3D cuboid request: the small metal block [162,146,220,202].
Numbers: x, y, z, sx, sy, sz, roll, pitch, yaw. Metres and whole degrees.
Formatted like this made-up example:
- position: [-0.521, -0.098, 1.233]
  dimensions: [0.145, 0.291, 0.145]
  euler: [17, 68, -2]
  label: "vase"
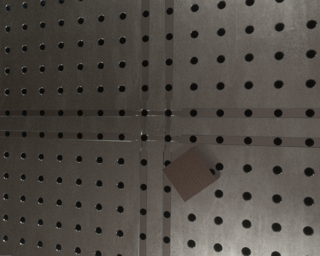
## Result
- position: [0.040, 0.058, 0.398]
  dimensions: [0.050, 0.025, 0.050]
  euler: [-39, 78, 15]
  label: "small metal block"
